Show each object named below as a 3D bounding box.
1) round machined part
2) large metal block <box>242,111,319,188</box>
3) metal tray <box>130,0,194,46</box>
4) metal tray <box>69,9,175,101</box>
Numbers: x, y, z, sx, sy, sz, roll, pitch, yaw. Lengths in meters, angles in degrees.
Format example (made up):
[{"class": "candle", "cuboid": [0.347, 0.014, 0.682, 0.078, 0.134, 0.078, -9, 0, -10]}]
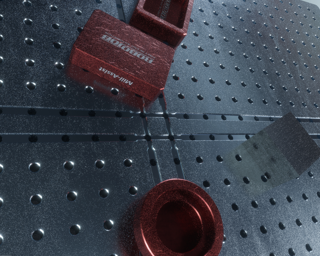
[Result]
[{"class": "round machined part", "cuboid": [0.017, 0.109, 0.340, 0.099, 0.042, 0.098, 14, 56, -21]}, {"class": "large metal block", "cuboid": [0.187, 0.031, 0.474, 0.081, 0.050, 0.080, -25, 76, -37]}, {"class": "metal tray", "cuboid": [0.008, -0.210, 0.537, 0.090, 0.030, 0.130, 23, 53, -14]}, {"class": "metal tray", "cuboid": [-0.049, -0.104, 0.442, 0.131, 0.030, 0.090, 25, 53, -13]}]
